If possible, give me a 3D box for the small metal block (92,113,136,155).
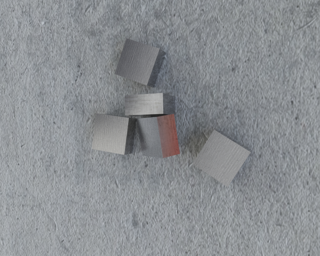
[{"bbox_3d":[-0.064,0.008,0.431,0.050,0.025,0.050,8,93,19],"label":"small metal block"}]

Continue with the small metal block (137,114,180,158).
[{"bbox_3d":[-0.003,0.010,0.394,0.050,0.025,0.050,-2,98,58],"label":"small metal block"}]

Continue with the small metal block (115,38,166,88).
[{"bbox_3d":[-0.026,-0.087,0.418,0.050,0.025,0.050,22,97,18],"label":"small metal block"}]

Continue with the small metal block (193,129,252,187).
[{"bbox_3d":[0.077,0.036,0.382,0.050,0.025,0.050,33,101,17],"label":"small metal block"}]

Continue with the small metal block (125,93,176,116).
[{"bbox_3d":[-0.011,-0.029,0.400,0.050,0.050,0.025,-2,90,20],"label":"small metal block"}]
